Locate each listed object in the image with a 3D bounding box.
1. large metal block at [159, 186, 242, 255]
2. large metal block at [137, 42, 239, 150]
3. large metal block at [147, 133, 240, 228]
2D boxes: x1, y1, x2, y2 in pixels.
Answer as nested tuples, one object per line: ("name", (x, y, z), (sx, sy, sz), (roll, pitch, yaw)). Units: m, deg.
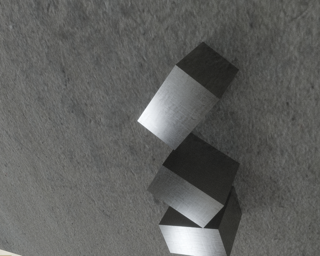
("large metal block", (0.057, 0.123, 0.416), (0.080, 0.080, 0.050), (-6, 116, 30))
("large metal block", (0.031, -0.036, 0.332), (0.050, 0.080, 0.080), (39, 129, 2))
("large metal block", (0.043, 0.060, 0.385), (0.080, 0.080, 0.050), (33, 128, 6))
